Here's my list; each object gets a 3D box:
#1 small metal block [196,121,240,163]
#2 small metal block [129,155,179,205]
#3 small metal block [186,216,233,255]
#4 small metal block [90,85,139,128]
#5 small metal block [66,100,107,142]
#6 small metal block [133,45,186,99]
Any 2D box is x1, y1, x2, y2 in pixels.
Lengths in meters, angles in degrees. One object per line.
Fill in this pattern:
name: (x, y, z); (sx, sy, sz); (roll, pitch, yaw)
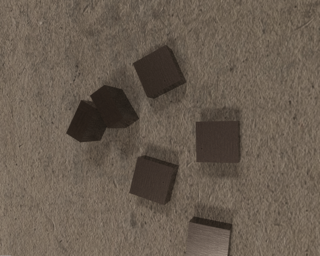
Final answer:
small metal block: (0.072, 0.017, 0.383); (0.050, 0.025, 0.050); (-1, 90, 19)
small metal block: (-0.008, 0.068, 0.411); (0.050, 0.025, 0.050); (15, 95, 19)
small metal block: (0.061, 0.143, 0.387); (0.050, 0.025, 0.050); (6, 92, 19)
small metal block: (-0.060, -0.027, 0.416); (0.025, 0.050, 0.050); (-33, 80, 17)
small metal block: (-0.095, -0.009, 0.428); (0.025, 0.050, 0.050); (30, 100, 17)
small metal block: (0.000, -0.073, 0.408); (0.050, 0.025, 0.050); (-25, 82, 18)
